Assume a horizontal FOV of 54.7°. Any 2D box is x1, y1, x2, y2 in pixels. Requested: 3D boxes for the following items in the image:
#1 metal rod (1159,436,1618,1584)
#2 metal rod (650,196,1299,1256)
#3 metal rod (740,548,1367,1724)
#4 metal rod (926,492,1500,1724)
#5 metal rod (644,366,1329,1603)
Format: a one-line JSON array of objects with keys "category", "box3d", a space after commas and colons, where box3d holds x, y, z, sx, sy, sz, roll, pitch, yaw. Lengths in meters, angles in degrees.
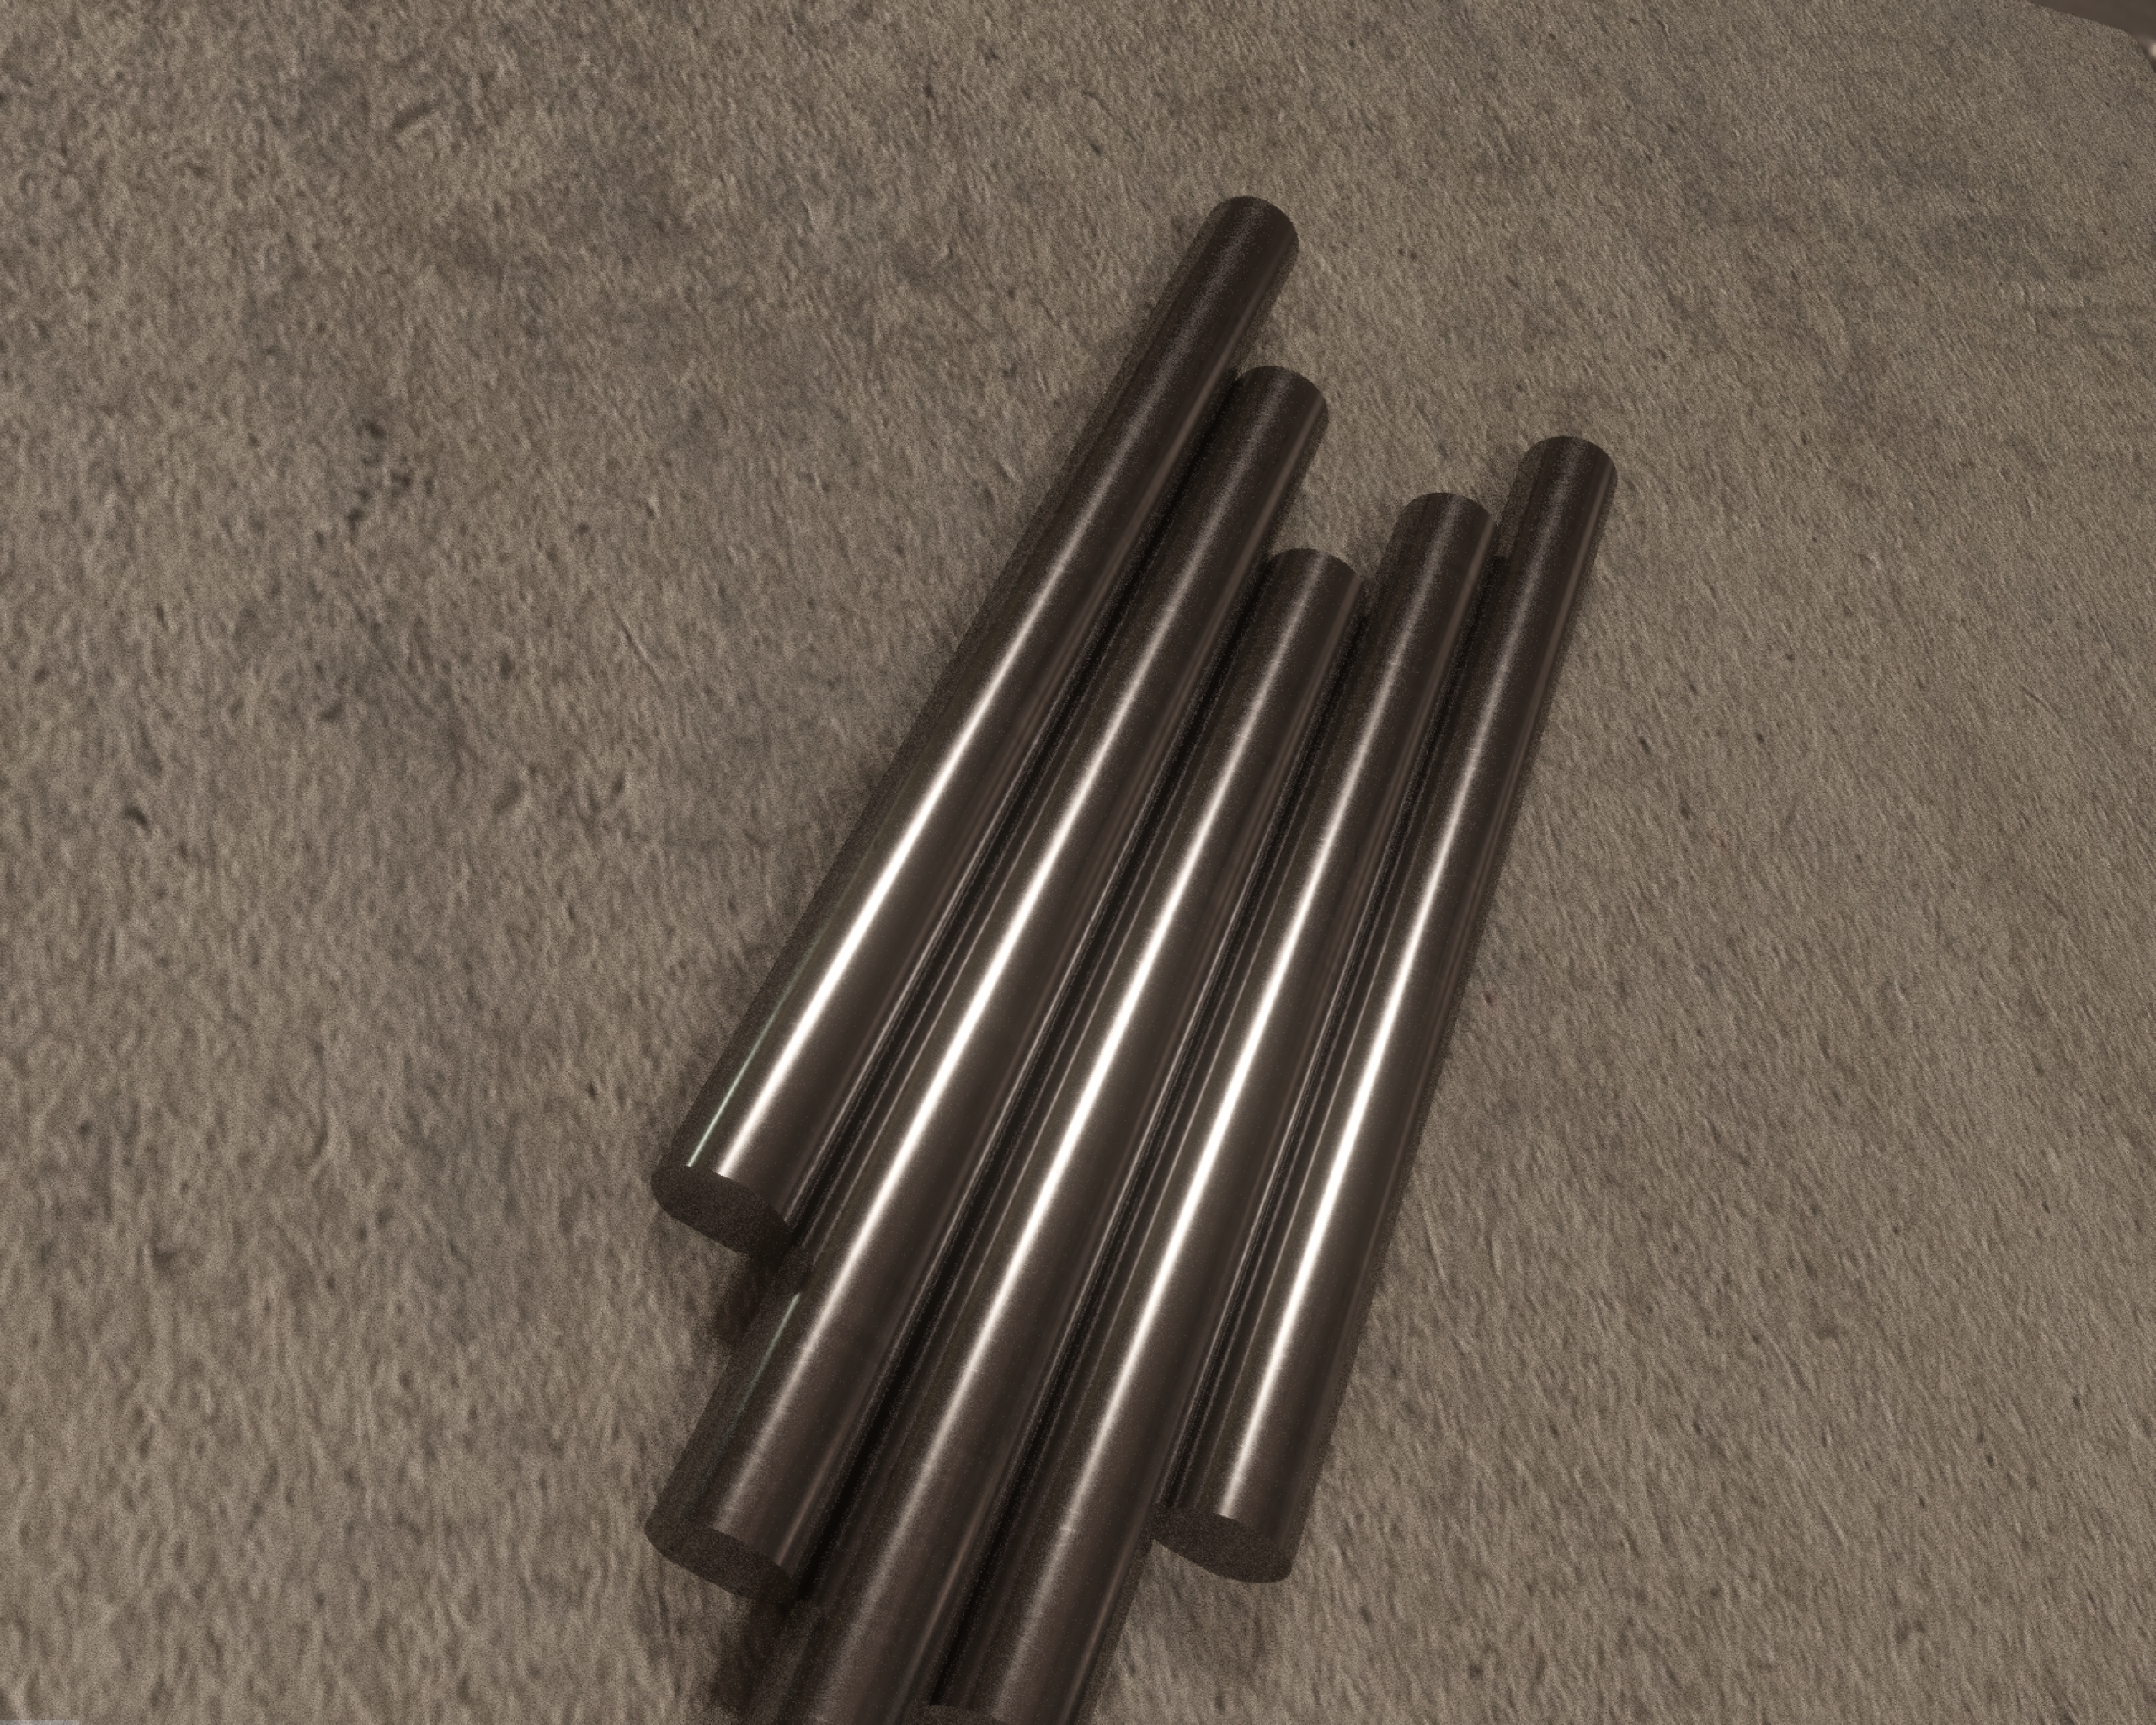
[{"category": "metal rod", "box3d": [0.075, 0.008, 0.442, 0.025, 0.025, 0.301, 32, 52, -8]}, {"category": "metal rod", "box3d": [-0.007, -0.050, 0.433, 0.025, 0.025, 0.301, 32, 52, -8]}, {"category": "metal rod", "box3d": [0.003, 0.045, 0.381, 0.025, 0.025, 0.301, 32, 51, -8]}, {"category": "metal rod", "box3d": [0.038, 0.028, 0.410, 0.025, 0.025, 0.301, 32, 52, -8]}, {"category": "metal rod", "box3d": [-0.003, -0.002, 0.406, 0.025, 0.025, 0.301, 32, 51, -8]}]
